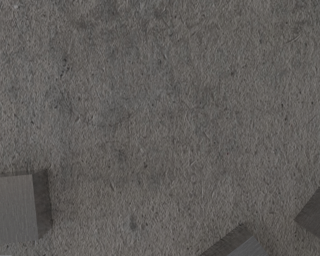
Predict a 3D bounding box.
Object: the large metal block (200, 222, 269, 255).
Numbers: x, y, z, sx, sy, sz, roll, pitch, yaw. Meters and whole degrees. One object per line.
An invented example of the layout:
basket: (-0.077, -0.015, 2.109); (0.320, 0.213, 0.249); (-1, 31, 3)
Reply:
large metal block: (0.105, 0.185, 0.398); (0.080, 0.050, 0.080); (-38, 90, 0)

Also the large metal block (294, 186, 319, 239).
large metal block: (0.227, 0.110, 0.384); (0.050, 0.080, 0.080); (38, 90, 0)

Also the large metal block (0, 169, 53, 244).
large metal block: (-0.190, 0.099, 0.396); (0.080, 0.050, 0.080); (-6, 90, 0)
